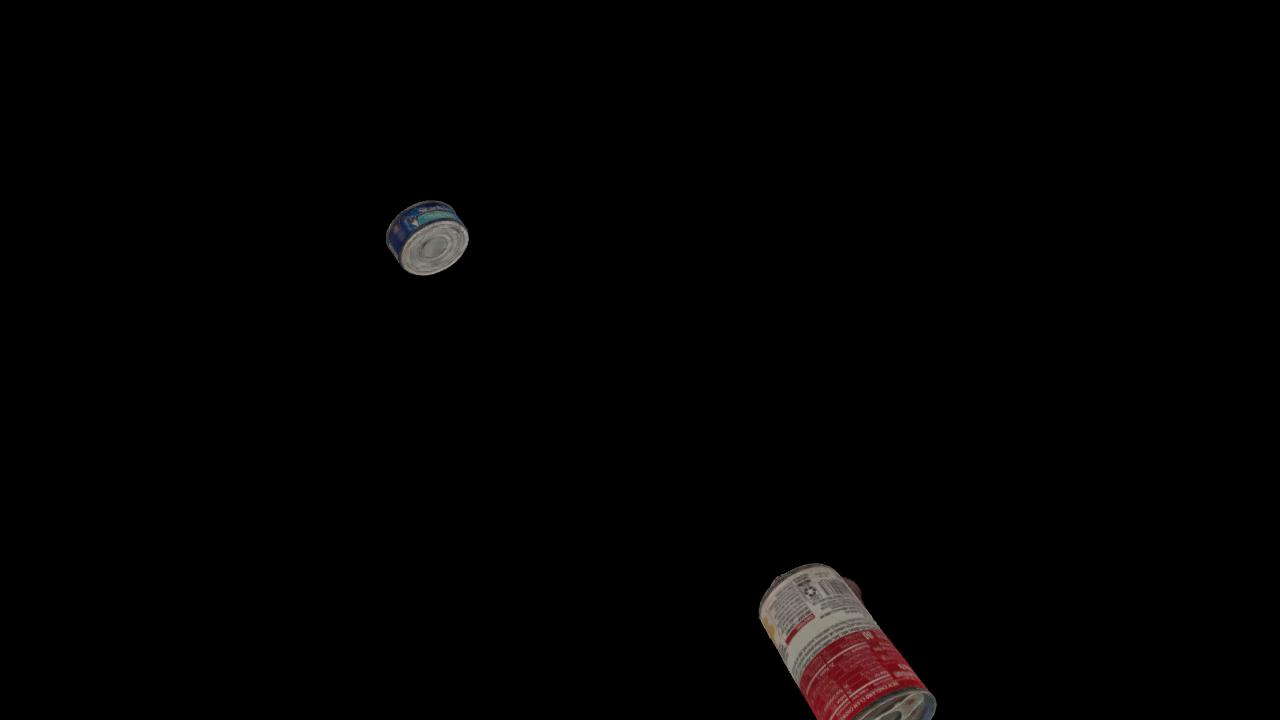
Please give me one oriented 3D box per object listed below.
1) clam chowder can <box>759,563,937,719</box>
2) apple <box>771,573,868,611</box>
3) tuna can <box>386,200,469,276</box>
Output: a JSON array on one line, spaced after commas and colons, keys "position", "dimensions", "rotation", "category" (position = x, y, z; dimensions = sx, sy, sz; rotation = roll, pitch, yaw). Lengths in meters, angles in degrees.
[{"position": [0.130, 0.194, 0.402], "dimensions": [0.068, 0.068, 0.102], "rotation": [0, 28, -21], "category": "clam chowder can"}, {"position": [0.170, 0.243, 0.597], "dimensions": [0.093, 0.079, 0.079], "rotation": [3, -1, -12], "category": "apple"}, {"position": [-0.235, -0.134, 0.684], "dimensions": [0.084, 0.034, 0.084], "rotation": [-33, -21, -14], "category": "tuna can"}]
